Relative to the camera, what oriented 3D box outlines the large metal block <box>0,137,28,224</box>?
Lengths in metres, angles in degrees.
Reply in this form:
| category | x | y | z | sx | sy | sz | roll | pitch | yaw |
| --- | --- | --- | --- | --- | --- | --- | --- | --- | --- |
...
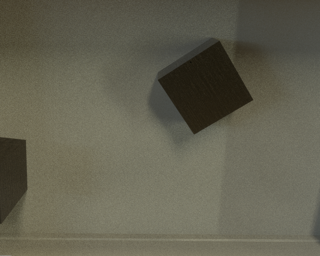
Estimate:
| category | x | y | z | sx | sy | sz | roll | pitch | yaw |
| --- | --- | --- | --- | --- | --- | --- | --- | --- | --- |
| large metal block | -0.215 | 0.065 | 0.404 | 0.050 | 0.080 | 0.079 | 6 | 110 | -3 |

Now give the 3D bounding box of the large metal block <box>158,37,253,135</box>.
| category | x | y | z | sx | sy | sz | roll | pitch | yaw |
| --- | --- | --- | --- | --- | --- | --- | --- | --- | --- |
| large metal block | 0.053 | -0.052 | 0.379 | 0.080 | 0.050 | 0.080 | -31 | 107 | 11 |
